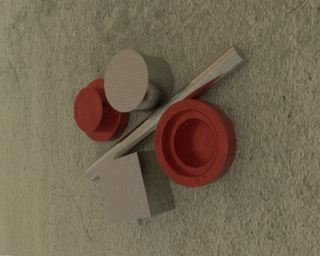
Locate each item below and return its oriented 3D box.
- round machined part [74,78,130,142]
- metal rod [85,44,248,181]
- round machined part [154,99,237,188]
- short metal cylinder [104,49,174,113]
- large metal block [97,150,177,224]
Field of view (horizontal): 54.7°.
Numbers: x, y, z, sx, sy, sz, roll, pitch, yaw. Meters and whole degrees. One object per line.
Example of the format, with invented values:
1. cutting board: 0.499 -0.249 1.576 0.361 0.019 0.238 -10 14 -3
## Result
1. round machined part: -0.095 -0.027 0.473 0.098 0.042 0.097 0 90 40
2. metal rod: -0.011 -0.003 0.417 0.299 0.025 0.025 -38 67 33
3. round machined part: 0.044 0.017 0.359 0.098 0.042 0.097 0 90 40
4. short metal cylinder: -0.029 -0.060 0.413 0.080 0.050 0.079 0 90 40
5. large metal block: -0.033 0.079 0.418 0.080 0.050 0.080 -22 76 38
